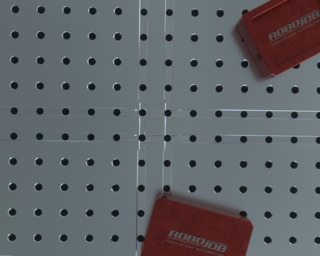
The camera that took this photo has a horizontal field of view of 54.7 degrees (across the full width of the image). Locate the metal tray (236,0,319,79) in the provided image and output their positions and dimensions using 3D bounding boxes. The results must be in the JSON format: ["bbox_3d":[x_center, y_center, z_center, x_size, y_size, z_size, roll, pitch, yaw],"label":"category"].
[{"bbox_3d":[0.181,-0.134,0.413,0.130,0.030,0.090,-28,90,-1],"label":"metal tray"}]

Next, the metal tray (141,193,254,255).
[{"bbox_3d":[0.047,0.148,0.412,0.131,0.030,0.090,15,90,-1],"label":"metal tray"}]
